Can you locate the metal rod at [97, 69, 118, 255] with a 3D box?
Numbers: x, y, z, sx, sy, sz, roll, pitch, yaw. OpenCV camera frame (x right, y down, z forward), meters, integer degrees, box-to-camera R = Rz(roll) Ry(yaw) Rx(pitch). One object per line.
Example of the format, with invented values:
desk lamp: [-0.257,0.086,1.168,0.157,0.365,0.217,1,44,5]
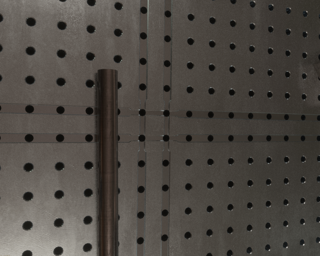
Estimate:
metal rod: [-0.065,0.077,0.389,0.025,0.025,0.298,0,90,-20]

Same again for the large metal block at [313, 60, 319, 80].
large metal block: [0.320,-0.094,0.520,0.080,0.050,0.080,-33,101,-17]
